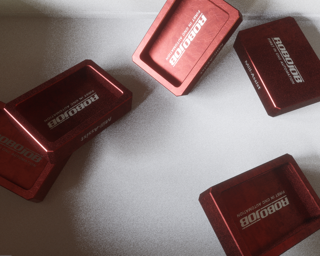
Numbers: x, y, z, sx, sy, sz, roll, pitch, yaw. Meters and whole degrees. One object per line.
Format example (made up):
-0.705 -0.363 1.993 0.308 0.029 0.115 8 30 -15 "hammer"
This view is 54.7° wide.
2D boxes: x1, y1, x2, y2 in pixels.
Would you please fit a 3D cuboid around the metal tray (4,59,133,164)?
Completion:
-0.111 -0.026 0.392 0.090 0.030 0.131 40 58 18 "metal tray"

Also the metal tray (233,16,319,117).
0.173 -0.089 0.441 0.091 0.030 0.130 -18 71 -7 "metal tray"

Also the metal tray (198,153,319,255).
0.120 0.091 0.351 0.131 0.030 0.090 -17 69 -27 "metal tray"

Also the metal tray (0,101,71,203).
-0.187 0.026 0.395 0.130 0.030 0.090 25 72 8 "metal tray"

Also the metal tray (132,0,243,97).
0.033 -0.118 0.411 0.090 0.030 0.129 40 110 11 "metal tray"
